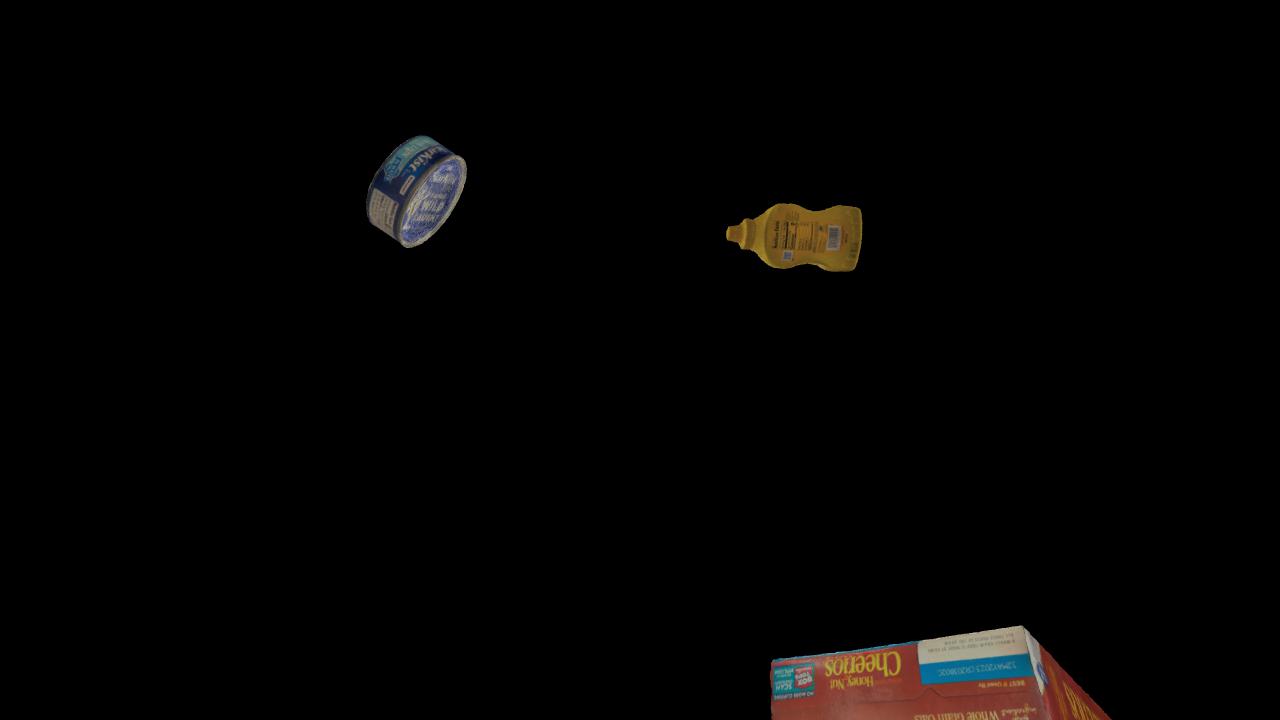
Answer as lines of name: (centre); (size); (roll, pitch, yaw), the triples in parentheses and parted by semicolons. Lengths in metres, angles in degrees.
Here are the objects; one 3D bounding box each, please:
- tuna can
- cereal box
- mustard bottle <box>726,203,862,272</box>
tuna can: (-0.175, -0.133, 0.485); (0.034, 0.084, 0.084); (34, -1, -2)
cereal box: (0.276, 0.326, 0.503); (0.203, 0.081, 0.306); (-30, -60, 34)
mustard bottle: (0.210, -0.172, 0.855); (0.184, 0.092, 0.054); (2, 15, -4)
